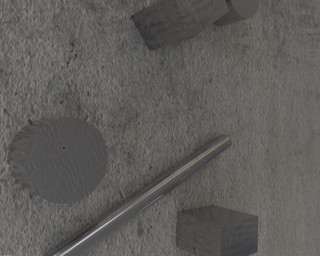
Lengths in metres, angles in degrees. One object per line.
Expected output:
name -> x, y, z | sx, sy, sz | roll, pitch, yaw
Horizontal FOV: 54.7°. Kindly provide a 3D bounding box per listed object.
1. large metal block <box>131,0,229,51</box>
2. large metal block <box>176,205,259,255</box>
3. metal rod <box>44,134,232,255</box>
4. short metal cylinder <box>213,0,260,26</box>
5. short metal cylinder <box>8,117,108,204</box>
large metal block -> 0.025, -0.144, 0.389 | 0.080, 0.080, 0.050 | -43, 116, -31
large metal block -> 0.080, 0.146, 0.436 | 0.081, 0.080, 0.050 | 3, 88, -40
metal rod -> -0.004, 0.079, 0.401 | 0.302, 0.025, 0.025 | -29, 108, -36
short metal cylinder -> 0.109, -0.204, 0.479 | 0.081, 0.050, 0.080 | 0, 90, -40
short metal cylinder -> -0.099, 0.030, 0.305 | 0.081, 0.050, 0.080 | 0, 90, -40
